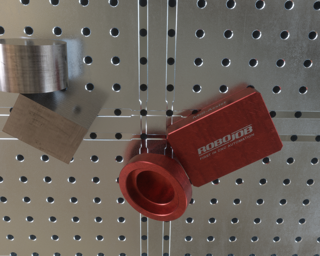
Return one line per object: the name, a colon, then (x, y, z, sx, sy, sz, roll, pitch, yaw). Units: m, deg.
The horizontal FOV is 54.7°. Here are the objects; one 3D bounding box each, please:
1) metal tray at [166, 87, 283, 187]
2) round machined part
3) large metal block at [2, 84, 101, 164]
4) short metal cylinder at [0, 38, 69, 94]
metal tray: (0.085, 0.014, 0.416, 0.130, 0.030, 0.090, -26, 108, 9)
round machined part: (-0.003, 0.074, 0.418, 0.098, 0.042, 0.097, 13, 123, 21)
large metal block: (-0.127, -0.011, 0.379, 0.080, 0.080, 0.050, 29, 108, -11)
short metal cylinder: (-0.148, -0.074, 0.355, 0.081, 0.080, 0.050, 3, 110, -1)
